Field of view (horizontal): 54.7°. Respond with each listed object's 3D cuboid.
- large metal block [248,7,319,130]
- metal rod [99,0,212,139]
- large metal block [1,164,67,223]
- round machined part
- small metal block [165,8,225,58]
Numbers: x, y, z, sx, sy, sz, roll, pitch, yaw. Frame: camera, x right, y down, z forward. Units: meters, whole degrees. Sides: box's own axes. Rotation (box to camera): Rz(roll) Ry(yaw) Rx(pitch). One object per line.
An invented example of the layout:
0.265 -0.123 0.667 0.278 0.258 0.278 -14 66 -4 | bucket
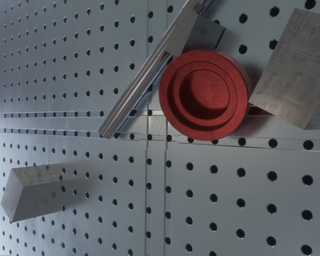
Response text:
0.131 -0.045 0.265 0.050 0.081 0.079 35 112 34 | large metal block
0.000 -0.095 0.409 0.298 0.025 0.025 -51 60 28 | metal rod
-0.230 0.116 0.563 0.050 0.081 0.079 39 114 33 | large metal block
0.052 -0.038 0.341 0.098 0.042 0.097 10 113 23 | round machined part
0.041 -0.103 0.358 0.025 0.050 0.050 39 114 38 | small metal block
